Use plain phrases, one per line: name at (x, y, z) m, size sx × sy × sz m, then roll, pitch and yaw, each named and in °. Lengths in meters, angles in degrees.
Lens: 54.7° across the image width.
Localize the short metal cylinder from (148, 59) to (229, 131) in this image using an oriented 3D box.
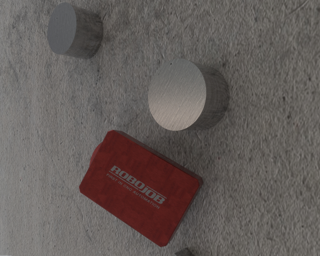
short metal cylinder at (0.033, -0.037, 0.362) m, size 0.080 × 0.050 × 0.080 m, roll 0°, pitch 90°, yaw 40°

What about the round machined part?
round machined part at (-0.053, 0.064, 0.438) m, size 0.098 × 0.042 × 0.097 m, roll 0°, pitch 90°, yaw 40°

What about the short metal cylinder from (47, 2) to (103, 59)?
short metal cylinder at (-0.138, -0.155, 0.503) m, size 0.080 × 0.050 × 0.080 m, roll 0°, pitch 90°, yaw 40°

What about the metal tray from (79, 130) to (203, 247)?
metal tray at (-0.025, 0.070, 0.382) m, size 0.130 × 0.030 × 0.090 m, roll 29°, pitch 94°, yaw 16°

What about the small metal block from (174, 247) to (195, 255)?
small metal block at (0.033, 0.186, 0.378) m, size 0.050 × 0.025 × 0.050 m, roll 37°, pitch 113°, yaw 33°
